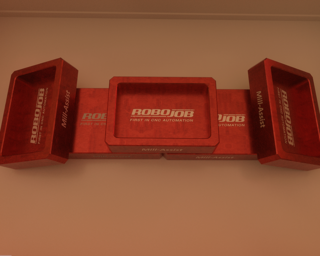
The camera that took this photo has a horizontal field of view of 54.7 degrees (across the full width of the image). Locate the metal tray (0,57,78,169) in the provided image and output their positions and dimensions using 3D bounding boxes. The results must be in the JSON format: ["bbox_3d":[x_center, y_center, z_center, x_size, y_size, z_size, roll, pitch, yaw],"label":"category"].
[{"bbox_3d":[-0.154,-0.017,0.392,0.090,0.030,0.130,-9,68,24],"label":"metal tray"}]

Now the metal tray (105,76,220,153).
[{"bbox_3d":[0.003,-0.016,0.379,0.131,0.030,0.090,1,69,0],"label":"metal tray"}]

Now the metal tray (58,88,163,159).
[{"bbox_3d":[-0.061,-0.006,0.408,0.131,0.030,0.090,0,70,0],"label":"metal tray"}]

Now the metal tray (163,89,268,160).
[{"bbox_3d":[0.070,-0.005,0.408,0.131,0.030,0.090,0,70,0],"label":"metal tray"}]

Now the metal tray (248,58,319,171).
[{"bbox_3d":[0.161,-0.016,0.392,0.091,0.030,0.130,10,67,-26],"label":"metal tray"}]
